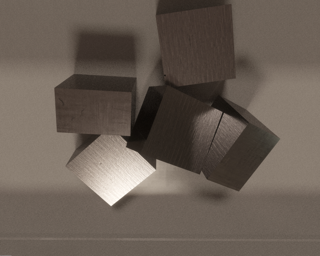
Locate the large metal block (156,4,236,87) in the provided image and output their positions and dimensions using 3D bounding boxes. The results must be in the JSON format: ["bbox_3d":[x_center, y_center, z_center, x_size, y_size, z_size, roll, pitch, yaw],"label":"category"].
[{"bbox_3d":[0.041,-0.097,0.363,0.080,0.050,0.079,-8,110,2],"label":"large metal block"}]

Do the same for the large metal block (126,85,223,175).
[{"bbox_3d":[0.017,0.002,0.374,0.080,0.050,0.080,23,85,-26],"label":"large metal block"}]

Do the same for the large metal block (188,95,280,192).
[{"bbox_3d":[0.085,0.017,0.384,0.050,0.080,0.080,24,109,-26],"label":"large metal block"}]

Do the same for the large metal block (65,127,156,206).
[{"bbox_3d":[-0.062,0.042,0.413,0.080,0.050,0.080,-40,106,13],"label":"large metal block"}]

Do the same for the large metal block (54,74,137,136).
[{"bbox_3d":[-0.072,-0.030,0.370,0.081,0.080,0.050,3,110,-2],"label":"large metal block"}]
